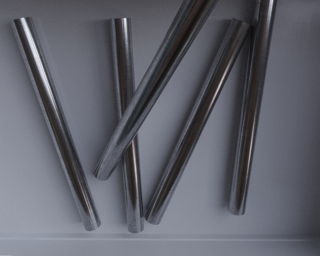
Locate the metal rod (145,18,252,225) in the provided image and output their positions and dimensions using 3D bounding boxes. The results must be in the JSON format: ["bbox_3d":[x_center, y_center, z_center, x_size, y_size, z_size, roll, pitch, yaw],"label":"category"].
[{"bbox_3d":[0.043,0.005,0.413,0.025,0.025,0.298,20,109,-8],"label":"metal rod"}]

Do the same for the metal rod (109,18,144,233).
[{"bbox_3d":[-0.041,0.011,0.414,0.025,0.025,0.298,-2,110,0],"label":"metal rod"}]

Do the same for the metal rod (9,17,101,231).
[{"bbox_3d":[-0.132,0.009,0.412,0.025,0.025,0.298,-12,110,4],"label":"metal rod"}]

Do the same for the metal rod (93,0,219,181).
[{"bbox_3d":[-0.018,-0.030,0.338,0.025,0.025,0.298,26,132,-10],"label":"metal rod"}]

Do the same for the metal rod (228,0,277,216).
[{"bbox_3d":[0.118,-0.018,0.406,0.025,0.025,0.298,2,110,-1],"label":"metal rod"}]
